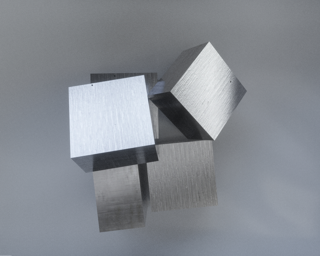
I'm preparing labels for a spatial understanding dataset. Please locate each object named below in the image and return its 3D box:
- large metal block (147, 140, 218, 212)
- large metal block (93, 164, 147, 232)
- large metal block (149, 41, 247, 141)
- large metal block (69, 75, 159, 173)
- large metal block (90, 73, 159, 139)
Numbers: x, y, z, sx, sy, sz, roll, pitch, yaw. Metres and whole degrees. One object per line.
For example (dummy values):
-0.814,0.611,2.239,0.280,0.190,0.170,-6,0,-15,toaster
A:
0.026,0.057,0.396,0.081,0.050,0.079,-5,90,-1,large metal block
-0.046,0.073,0.382,0.050,0.080,0.079,-7,90,0,large metal block
0.046,-0.042,0.373,0.080,0.050,0.080,46,67,-23,large metal block
-0.049,-0.004,0.332,0.080,0.050,0.080,-9,65,0,large metal block
-0.043,-0.026,0.397,0.081,0.050,0.079,-1,90,-1,large metal block
